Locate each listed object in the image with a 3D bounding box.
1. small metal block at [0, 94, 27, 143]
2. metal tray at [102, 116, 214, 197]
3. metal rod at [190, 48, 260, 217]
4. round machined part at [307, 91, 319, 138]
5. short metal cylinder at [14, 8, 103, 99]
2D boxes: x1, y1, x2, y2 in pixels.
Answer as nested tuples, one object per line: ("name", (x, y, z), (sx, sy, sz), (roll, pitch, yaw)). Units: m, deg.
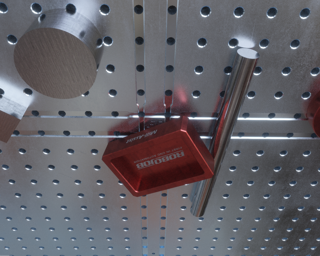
("small metal block", (-0.208, -0.014, 0.396), (0.050, 0.025, 0.050), (30, 124, -23))
("metal tray", (-0.002, 0.044, 0.428), (0.130, 0.030, 0.090), (-20, 122, 24))
("metal rod", (0.081, 0.030, 0.438), (0.025, 0.025, 0.298), (5, 130, -5))
("round machined part", (0.245, -0.015, 0.391), (0.099, 0.042, 0.097), (-1, 130, 0))
("short metal cylinder", (-0.104, -0.078, 0.328), (0.081, 0.050, 0.079), (0, 130, 0))
